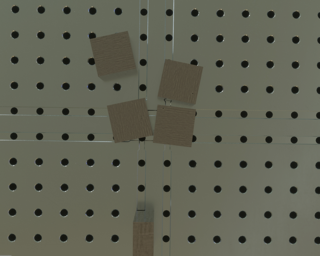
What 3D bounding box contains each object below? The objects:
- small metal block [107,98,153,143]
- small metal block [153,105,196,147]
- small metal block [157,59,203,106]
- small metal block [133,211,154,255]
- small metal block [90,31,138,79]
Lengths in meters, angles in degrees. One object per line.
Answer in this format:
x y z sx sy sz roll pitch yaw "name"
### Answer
-0.039 -0.010 0.413 0.050 0.025 0.050 -12 90 -1 "small metal block"
0.019 -0.003 0.414 0.050 0.025 0.050 7 90 -1 "small metal block"
0.026 -0.060 0.414 0.050 0.025 0.050 12 90 -1 "small metal block"
-0.020 0.139 0.401 0.025 0.050 0.050 0 90 0 "small metal block"
-0.061 -0.096 0.413 0.050 0.025 0.050 -13 90 -1 "small metal block"
